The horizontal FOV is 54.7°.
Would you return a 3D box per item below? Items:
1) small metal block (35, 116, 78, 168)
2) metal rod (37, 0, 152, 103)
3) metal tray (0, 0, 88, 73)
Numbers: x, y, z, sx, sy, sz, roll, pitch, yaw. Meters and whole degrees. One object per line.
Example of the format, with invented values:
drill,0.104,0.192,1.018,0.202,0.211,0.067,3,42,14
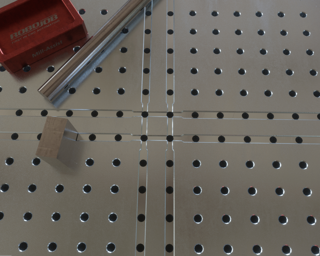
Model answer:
small metal block,-0.128,0.018,0.391,0.025,0.050,0.050,9,70,3
metal rod,-0.067,-0.155,0.467,0.025,0.025,0.300,36,74,12
metal tray,-0.188,-0.150,0.462,0.131,0.030,0.090,-31,73,-11
